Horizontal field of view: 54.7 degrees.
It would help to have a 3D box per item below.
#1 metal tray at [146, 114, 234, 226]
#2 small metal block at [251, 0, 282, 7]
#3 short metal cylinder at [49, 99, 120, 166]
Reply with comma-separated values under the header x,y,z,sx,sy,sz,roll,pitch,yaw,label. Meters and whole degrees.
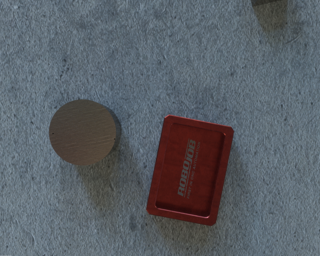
x,y,z,sx,sy,sz,roll,pitch,yaw,label
0.038,0.054,0.407,0.091,0.030,0.129,11,90,0,metal tray
0.145,-0.196,0.411,0.050,0.025,0.050,-13,90,0,small metal block
-0.093,0.005,0.397,0.081,0.050,0.080,0,90,0,short metal cylinder
